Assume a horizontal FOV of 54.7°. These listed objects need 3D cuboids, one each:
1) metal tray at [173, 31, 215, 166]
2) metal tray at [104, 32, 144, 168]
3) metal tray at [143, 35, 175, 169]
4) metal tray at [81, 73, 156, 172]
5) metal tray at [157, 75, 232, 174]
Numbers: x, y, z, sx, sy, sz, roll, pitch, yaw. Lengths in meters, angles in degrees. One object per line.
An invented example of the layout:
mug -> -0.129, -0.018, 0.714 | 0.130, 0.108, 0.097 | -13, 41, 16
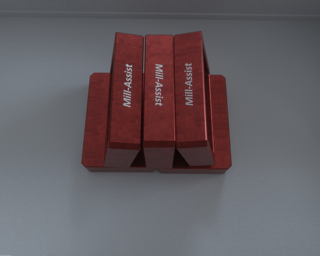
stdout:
metal tray -> 0.040, -0.029, 0.350 | 0.030, 0.090, 0.130 | -5, 70, 14
metal tray -> -0.042, -0.028, 0.348 | 0.030, 0.090, 0.130 | 5, 70, -12
metal tray -> -0.001, -0.027, 0.350 | 0.030, 0.090, 0.130 | 0, 68, 0
metal tray -> -0.049, -0.009, 0.407 | 0.091, 0.030, 0.130 | 1, 70, 0
metal tray -> 0.042, -0.007, 0.408 | 0.091, 0.030, 0.130 | 1, 70, 0
